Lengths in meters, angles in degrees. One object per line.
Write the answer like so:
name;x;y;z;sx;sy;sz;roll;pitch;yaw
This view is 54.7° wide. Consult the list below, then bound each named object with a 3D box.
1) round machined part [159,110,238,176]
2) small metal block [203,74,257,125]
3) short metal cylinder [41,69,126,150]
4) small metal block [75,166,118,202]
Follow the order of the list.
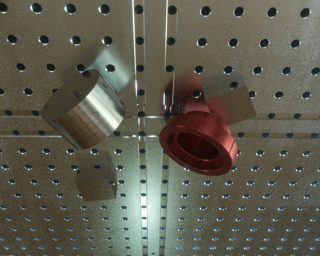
round machined part;0.052;0.016;0.397;0.098;0.042;0.097;22;147;15
small metal block;0.087;-0.032;0.386;0.050;0.025;0.050;-20;128;15
short metal cylinder;-0.086;-0.022;0.356;0.080;0.080;0.050;-24;126;19
small metal block;-0.099;0.088;0.486;0.050;0.025;0.050;-7;130;5
